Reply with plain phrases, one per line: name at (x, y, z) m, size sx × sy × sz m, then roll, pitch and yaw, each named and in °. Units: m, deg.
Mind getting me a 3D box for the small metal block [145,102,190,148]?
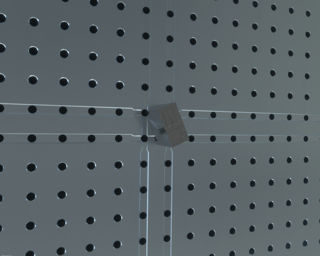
small metal block at (0.008, -0.004, 0.402) m, size 0.025 × 0.050 × 0.050 m, roll -24°, pitch 99°, yaw -18°
